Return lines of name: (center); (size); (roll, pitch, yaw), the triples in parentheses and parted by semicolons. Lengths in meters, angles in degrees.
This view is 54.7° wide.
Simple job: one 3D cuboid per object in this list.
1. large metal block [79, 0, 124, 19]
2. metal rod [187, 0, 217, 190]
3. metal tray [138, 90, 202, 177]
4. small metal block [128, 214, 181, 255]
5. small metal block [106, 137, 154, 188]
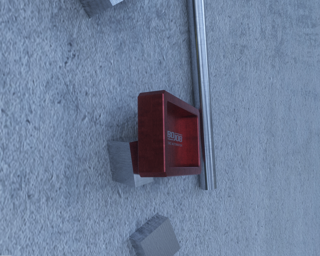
large metal block: (-0.057, -0.181, 0.341); (0.080, 0.050, 0.080); (-43, 117, -32)
metal rod: (0.062, -0.058, 0.458); (0.025, 0.025, 0.298); (-8, 95, -40)
metal tray: (0.016, 0.012, 0.375); (0.130, 0.030, 0.090); (16, 71, -65)
small metal block: (-0.006, 0.149, 0.402); (0.050, 0.025, 0.050); (-32, 110, -36)
small metal block: (-0.035, 0.038, 0.360); (0.025, 0.050, 0.050); (-12, 98, -38)
